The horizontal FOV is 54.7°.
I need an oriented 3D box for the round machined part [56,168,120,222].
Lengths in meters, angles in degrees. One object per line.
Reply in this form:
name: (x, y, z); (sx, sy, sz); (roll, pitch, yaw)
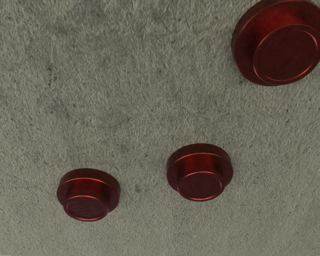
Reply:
round machined part: (-0.114, 0.112, 0.490); (0.099, 0.042, 0.097); (0, 130, 0)

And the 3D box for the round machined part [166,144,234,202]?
round machined part: (0.059, 0.072, 0.458); (0.099, 0.042, 0.097); (0, 130, 0)

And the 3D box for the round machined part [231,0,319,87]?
round machined part: (0.128, -0.084, 0.325); (0.099, 0.042, 0.097); (0, 130, 0)
